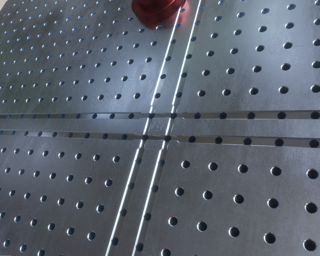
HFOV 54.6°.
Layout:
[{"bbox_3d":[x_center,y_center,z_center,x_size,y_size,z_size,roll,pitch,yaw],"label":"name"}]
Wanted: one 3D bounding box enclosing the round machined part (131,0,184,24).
[{"bbox_3d":[-0.008,-0.235,0.547,0.098,0.042,0.098,-13,56,21],"label":"round machined part"}]
